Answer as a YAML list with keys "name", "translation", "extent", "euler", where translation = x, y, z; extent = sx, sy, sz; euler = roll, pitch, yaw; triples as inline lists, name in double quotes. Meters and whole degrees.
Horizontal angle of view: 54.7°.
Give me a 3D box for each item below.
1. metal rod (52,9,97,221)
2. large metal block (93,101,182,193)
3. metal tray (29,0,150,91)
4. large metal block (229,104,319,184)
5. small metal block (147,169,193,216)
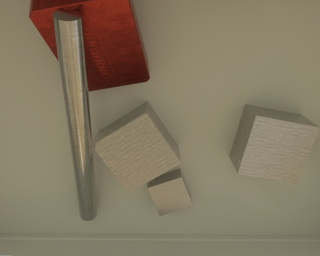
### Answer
- name: "metal rod"
  translation: [-0.092, 0.016, 0.360]
  extent: [0.025, 0.025, 0.298]
  euler: [5, 131, -2]
- name: "large metal block"
  translation: [-0.029, 0.024, 0.407]
  extent: [0.080, 0.050, 0.080]
  euler: [-31, 108, 10]
- name: "metal tray"
  translation: [-0.066, -0.092, 0.331]
  extent: [0.091, 0.030, 0.130]
  euler: [-9, 153, 3]
- name: "large metal block"
  translation: [0.146, 0.020, 0.408]
  extent: [0.081, 0.050, 0.079]
  euler: [10, 110, -4]
- name: "small metal block"
  translation: [0.015, 0.093, 0.446]
  extent: [0.050, 0.025, 0.050]
  euler: [-19, 109, 6]
